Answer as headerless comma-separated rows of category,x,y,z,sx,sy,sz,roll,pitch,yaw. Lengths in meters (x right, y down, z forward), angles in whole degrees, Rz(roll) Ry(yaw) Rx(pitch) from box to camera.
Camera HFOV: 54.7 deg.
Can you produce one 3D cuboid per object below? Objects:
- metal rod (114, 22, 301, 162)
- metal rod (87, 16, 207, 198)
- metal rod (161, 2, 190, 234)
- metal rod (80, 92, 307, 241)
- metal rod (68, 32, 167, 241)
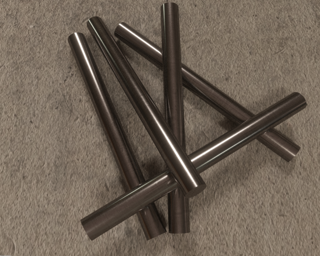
metal rod,0.056,-0.056,0.429,0.300,0.025,0.025,38,74,12
metal rod,-0.031,-0.046,0.389,0.025,0.025,0.299,-26,59,-9
metal rod,0.018,-0.023,0.398,0.025,0.025,0.299,-2,77,-1
metal rod,0.050,0.036,0.362,0.302,0.025,0.025,-29,73,-14
metal rod,-0.063,-0.003,0.408,0.025,0.025,0.299,-22,72,-8
